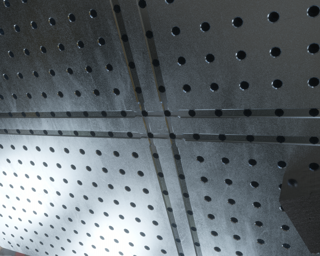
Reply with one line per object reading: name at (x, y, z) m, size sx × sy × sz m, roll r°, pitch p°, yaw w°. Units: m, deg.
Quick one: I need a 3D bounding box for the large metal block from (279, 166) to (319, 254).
large metal block at (0.193, 0.089, 0.348) m, size 0.080 × 0.050 × 0.080 m, roll -25°, pitch 105°, yaw 37°
